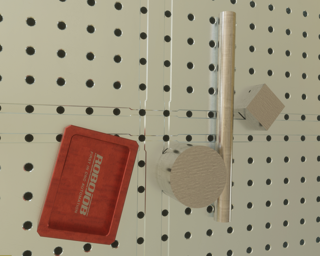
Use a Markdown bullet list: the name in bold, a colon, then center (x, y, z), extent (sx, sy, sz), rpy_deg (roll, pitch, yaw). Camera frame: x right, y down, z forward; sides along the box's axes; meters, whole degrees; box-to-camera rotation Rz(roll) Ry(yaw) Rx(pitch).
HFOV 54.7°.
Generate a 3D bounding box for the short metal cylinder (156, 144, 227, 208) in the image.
- **short metal cylinder**: center (0.041, 0.062, 0.416), extent (0.081, 0.050, 0.079), rpy_deg (0, 90, -21)

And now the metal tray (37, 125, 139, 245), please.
- **metal tray**: center (-0.086, 0.069, 0.378), extent (0.091, 0.030, 0.129), rpy_deg (16, 85, -20)

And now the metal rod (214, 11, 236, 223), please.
- **metal rod**: center (0.094, -0.016, 0.448), extent (0.025, 0.025, 0.298), rpy_deg (2, 90, -20)

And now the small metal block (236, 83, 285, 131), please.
- **small metal block**: center (0.153, -0.031, 0.471), extent (0.050, 0.025, 0.050), rpy_deg (44, 76, -15)
